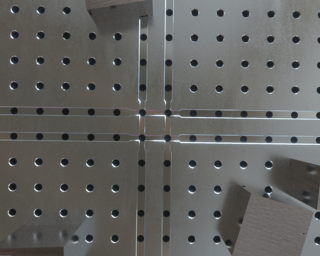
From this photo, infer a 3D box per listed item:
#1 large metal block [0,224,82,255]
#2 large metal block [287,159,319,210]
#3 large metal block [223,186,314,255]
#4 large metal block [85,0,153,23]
[{"bbox_3d":[-0.147,0.158,0.384,0.081,0.080,0.050,-1,90,-1],"label":"large metal block"},{"bbox_3d":[0.219,0.072,0.389,0.081,0.080,0.050,6,90,-1],"label":"large metal block"},{"bbox_3d":[0.138,0.129,0.403,0.080,0.050,0.080,17,90,-1],"label":"large metal block"},{"bbox_3d":[-0.056,-0.189,0.400,0.081,0.050,0.080,-9,90,-1],"label":"large metal block"}]
